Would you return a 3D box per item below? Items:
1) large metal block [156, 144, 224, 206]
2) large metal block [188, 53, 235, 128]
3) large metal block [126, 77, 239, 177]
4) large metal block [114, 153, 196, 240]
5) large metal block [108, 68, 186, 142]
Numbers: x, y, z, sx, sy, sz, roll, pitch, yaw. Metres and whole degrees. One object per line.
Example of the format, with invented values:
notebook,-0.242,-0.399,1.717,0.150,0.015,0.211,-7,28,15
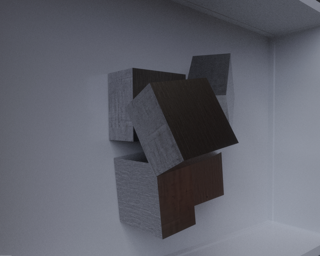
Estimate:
large metal block,0.039,0.057,0.421,0.081,0.050,0.079,-7,95,-40
large metal block,0.070,-0.042,0.416,0.080,0.050,0.080,70,27,-46
large metal block,0.023,-0.003,0.325,0.081,0.050,0.080,-12,73,-39
large metal block,-0.008,0.073,0.364,0.050,0.080,0.079,-9,96,-40
large metal block,-0.015,-0.026,0.378,0.081,0.050,0.079,-1,91,-40
